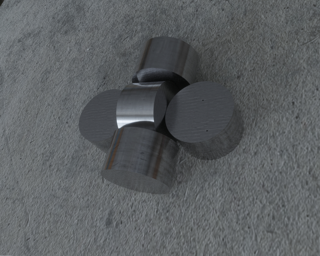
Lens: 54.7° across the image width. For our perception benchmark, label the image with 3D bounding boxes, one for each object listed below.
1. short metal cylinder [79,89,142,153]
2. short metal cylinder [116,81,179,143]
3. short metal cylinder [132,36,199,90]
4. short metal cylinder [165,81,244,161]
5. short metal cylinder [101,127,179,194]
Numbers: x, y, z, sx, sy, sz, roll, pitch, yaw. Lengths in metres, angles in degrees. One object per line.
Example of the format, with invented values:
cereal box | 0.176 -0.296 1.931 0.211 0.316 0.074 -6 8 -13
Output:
short metal cylinder | -0.063 -0.006 0.427 0.080 0.050 0.080 -13 56 20
short metal cylinder | -0.010 -0.018 0.387 0.050 0.080 0.080 0 62 29
short metal cylinder | 0.008 -0.075 0.413 0.080 0.080 0.050 0 62 28
short metal cylinder | 0.053 -0.008 0.366 0.080 0.050 0.080 -13 56 21
short metal cylinder | -0.022 0.040 0.358 0.080 0.080 0.050 0 61 28
